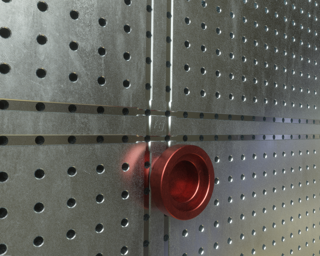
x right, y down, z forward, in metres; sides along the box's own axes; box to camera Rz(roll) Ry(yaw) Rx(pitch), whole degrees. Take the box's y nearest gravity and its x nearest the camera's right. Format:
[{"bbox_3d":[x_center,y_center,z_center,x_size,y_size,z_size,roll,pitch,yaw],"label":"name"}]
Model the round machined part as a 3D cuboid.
[{"bbox_3d":[0.026,0.071,0.419,0.099,0.042,0.097,0,90,-40],"label":"round machined part"}]
